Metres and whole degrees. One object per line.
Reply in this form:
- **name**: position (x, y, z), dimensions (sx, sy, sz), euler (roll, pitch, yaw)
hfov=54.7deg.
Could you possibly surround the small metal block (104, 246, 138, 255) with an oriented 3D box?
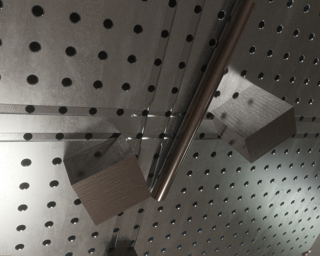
- **small metal block**: position (-0.069, 0.228, 0.516), dimensions (0.050, 0.025, 0.050), euler (5, 116, -31)

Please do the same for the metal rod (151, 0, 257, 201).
- **metal rod**: position (0.051, -0.025, 0.425), dimensions (0.025, 0.025, 0.298), euler (10, 114, -33)

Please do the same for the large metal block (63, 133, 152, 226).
- **large metal block**: position (-0.066, 0.067, 0.401), dimensions (0.080, 0.050, 0.080), euler (-26, 128, -13)

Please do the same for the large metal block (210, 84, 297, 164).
- **large metal block**: position (0.133, -0.009, 0.446), dimensions (0.080, 0.080, 0.050), euler (-33, 129, -7)
